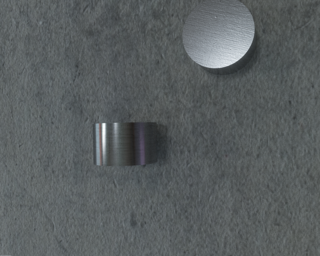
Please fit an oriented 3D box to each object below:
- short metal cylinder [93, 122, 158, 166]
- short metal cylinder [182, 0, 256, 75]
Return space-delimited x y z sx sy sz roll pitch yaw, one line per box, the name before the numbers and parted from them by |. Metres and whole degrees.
short metal cylinder | -0.044 0.019 0.394 0.080 0.080 0.050 -2 90 19
short metal cylinder | 0.072 -0.107 0.370 0.080 0.050 0.079 0 90 19
